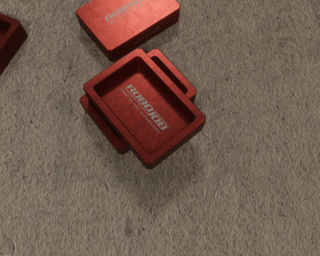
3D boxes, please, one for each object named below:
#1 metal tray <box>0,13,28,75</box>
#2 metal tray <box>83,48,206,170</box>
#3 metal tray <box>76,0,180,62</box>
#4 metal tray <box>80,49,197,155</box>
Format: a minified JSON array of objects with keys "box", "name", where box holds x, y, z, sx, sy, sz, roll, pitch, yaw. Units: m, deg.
[{"box":[-0.276,-0.134,0.450,0.130,0.030,0.090,22,71,7],"name":"metal tray"},{"box":[-0.020,-0.026,0.382,0.090,0.030,0.130,-38,75,-13],"name":"metal tray"},{"box":[-0.046,-0.170,0.467,0.131,0.030,0.090,-36,74,-13],"name":"metal tray"},{"box":[-0.028,-0.038,0.418,0.131,0.030,0.090,-37,74,-13],"name":"metal tray"}]
